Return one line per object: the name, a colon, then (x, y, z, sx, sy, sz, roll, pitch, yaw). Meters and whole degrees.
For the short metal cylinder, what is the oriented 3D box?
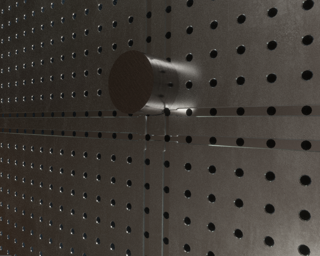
short metal cylinder: (-0.022, -0.058, 0.410, 0.080, 0.050, 0.079, 0, 90, 39)
